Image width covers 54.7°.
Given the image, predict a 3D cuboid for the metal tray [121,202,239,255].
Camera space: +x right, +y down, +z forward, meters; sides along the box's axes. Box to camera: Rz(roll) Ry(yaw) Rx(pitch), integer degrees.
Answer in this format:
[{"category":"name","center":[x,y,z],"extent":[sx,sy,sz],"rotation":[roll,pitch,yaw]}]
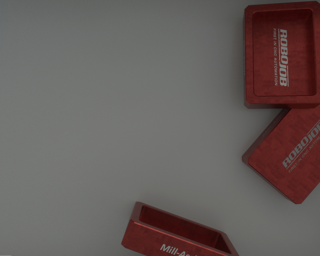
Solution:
[{"category":"metal tray","center":[0.024,0.136,0.379],"extent":[0.131,0.090,0.030],"rotation":[20,90,0]}]

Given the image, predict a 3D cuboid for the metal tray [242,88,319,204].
[{"category":"metal tray","center":[0.186,0.023,0.410],"extent":[0.090,0.030,0.130],"rotation":[41,90,0]}]

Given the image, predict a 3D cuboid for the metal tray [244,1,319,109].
[{"category":"metal tray","center":[0.153,-0.091,0.391],"extent":[0.090,0.030,0.129],"rotation":[0,81,10]}]
